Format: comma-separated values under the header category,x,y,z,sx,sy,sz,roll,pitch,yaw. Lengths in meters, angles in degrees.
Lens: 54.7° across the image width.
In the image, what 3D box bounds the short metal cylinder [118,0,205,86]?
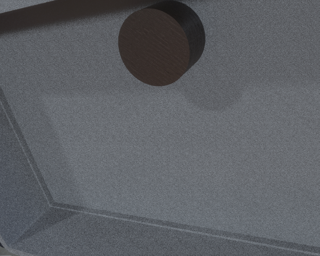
category,x,y,z,sx,sy,sz,roll,pitch,yaw
short metal cylinder,0.003,-0.092,0.334,0.080,0.050,0.079,13,124,21
